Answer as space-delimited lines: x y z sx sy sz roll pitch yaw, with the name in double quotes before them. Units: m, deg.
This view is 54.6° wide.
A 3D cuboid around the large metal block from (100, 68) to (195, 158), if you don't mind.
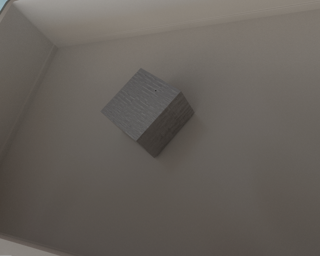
"large metal block" -0.017 -0.021 0.408 0.080 0.050 0.080 -48 52 -7
